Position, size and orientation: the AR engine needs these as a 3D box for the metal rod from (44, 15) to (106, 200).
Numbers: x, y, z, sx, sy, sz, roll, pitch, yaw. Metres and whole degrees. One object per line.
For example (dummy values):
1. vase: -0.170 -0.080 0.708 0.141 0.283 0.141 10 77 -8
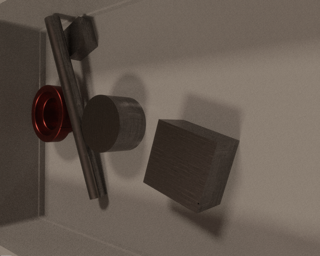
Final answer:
1. metal rod: -0.137 -0.035 0.496 0.025 0.025 0.298 -19 85 38

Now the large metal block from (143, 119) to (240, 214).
1. large metal block: 0.035 0.040 0.360 0.080 0.050 0.079 23 104 37

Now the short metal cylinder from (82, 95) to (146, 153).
1. short metal cylinder: -0.067 -0.006 0.443 0.080 0.050 0.079 0 90 39

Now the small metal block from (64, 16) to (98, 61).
1. small metal block: -0.134 -0.147 0.514 0.050 0.025 0.050 -26 74 36

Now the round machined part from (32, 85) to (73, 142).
1. round machined part: -0.179 -0.024 0.540 0.098 0.042 0.097 0 90 39
